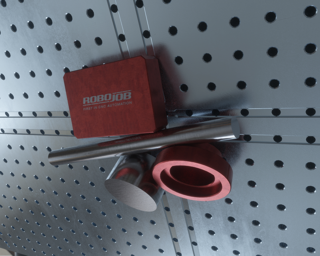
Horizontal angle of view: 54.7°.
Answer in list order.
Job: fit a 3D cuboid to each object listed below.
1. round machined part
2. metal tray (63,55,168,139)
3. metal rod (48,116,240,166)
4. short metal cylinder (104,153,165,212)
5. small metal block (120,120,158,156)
[{"bbox_3d":[0.043,0.051,0.393,0.098,0.042,0.097,11,143,9],"label":"round machined part"},{"bbox_3d":[-0.060,-0.036,0.397,0.130,0.030,0.089,-5,97,29],"label":"metal tray"},{"bbox_3d":[-0.043,0.023,0.413,0.300,0.025,0.025,-11,113,32],"label":"metal rod"},{"bbox_3d":[-0.031,0.076,0.441,0.080,0.050,0.080,19,145,14],"label":"short metal cylinder"},{"bbox_3d":[-0.029,0.014,0.445,0.050,0.025,0.050,17,125,18],"label":"small metal block"}]
